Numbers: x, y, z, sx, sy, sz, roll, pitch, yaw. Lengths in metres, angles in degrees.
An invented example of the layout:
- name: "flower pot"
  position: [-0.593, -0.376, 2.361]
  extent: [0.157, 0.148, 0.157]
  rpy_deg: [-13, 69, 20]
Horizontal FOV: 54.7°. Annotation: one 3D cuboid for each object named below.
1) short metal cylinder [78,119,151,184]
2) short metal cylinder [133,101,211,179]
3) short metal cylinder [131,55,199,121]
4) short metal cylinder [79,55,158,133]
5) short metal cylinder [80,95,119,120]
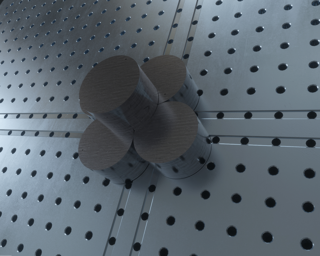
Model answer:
- name: "short metal cylinder"
  position: [-0.058, 0.026, 0.404]
  extent: [0.080, 0.050, 0.080]
  rpy_deg: [-13, 56, 20]
- name: "short metal cylinder"
  position: [0.016, 0.015, 0.373]
  extent: [0.080, 0.050, 0.080]
  rpy_deg: [-13, 56, 20]
- name: "short metal cylinder"
  position: [0.007, -0.051, 0.418]
  extent: [0.080, 0.050, 0.080]
  rpy_deg: [-13, 56, 20]
- name: "short metal cylinder"
  position: [-0.049, -0.040, 0.374]
  extent: [0.080, 0.050, 0.080]
  rpy_deg: [-12, 58, 20]
- name: "short metal cylinder"
  position: [-0.067, -0.039, 0.449]
  extent: [0.080, 0.050, 0.080]
  rpy_deg: [-13, 56, 20]
